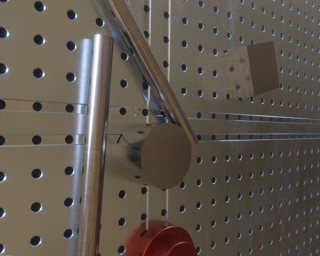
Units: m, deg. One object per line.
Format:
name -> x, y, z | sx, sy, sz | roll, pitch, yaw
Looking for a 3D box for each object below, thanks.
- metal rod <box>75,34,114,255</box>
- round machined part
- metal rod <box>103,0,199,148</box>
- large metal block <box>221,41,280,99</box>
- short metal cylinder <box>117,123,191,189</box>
metal rod -> -0.075, 0.046, 0.347 | 0.025, 0.025, 0.298 | 6, 86, -40
round machined part -> 0.013, 0.180, 0.412 | 0.099, 0.042, 0.097 | 0, 90, -40
metal rod -> -0.023, -0.097, 0.391 | 0.025, 0.025, 0.299 | -44, 117, -31
large metal block -> 0.154, -0.099, 0.525 | 0.081, 0.050, 0.079 | -20, 103, -39
short metal cylinder -> -0.007, 0.033, 0.389 | 0.081, 0.050, 0.079 | 0, 90, -40
